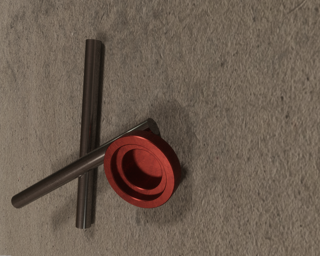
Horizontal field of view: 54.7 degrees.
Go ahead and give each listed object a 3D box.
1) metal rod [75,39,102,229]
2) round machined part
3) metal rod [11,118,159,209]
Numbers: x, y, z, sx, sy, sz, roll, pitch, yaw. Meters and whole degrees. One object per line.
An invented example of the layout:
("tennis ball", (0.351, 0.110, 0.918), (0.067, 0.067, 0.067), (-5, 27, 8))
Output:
("metal rod", (-0.115, 0.011, 0.496), (0.025, 0.025, 0.298), (7, 94, 39))
("round machined part", (-0.019, 0.048, 0.393), (0.098, 0.042, 0.097), (9, 112, 23))
("metal rod", (-0.128, 0.063, 0.474), (0.300, 0.025, 0.025), (-29, 72, 25))
